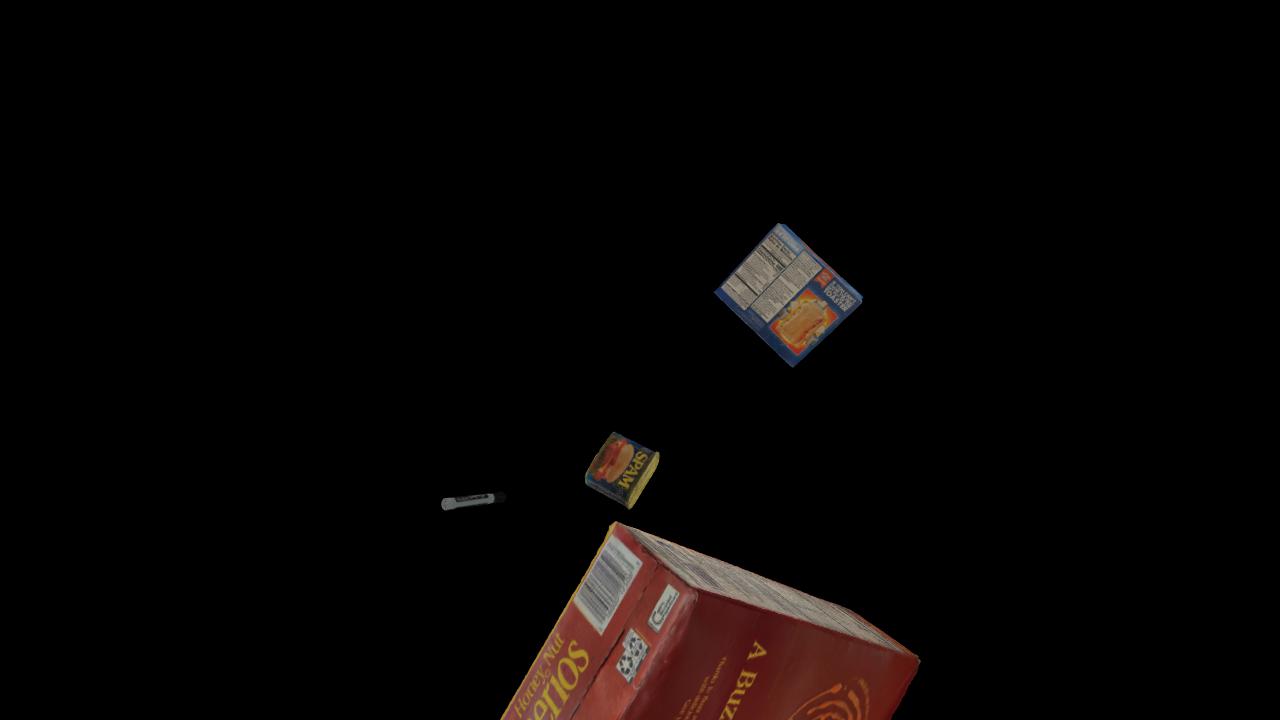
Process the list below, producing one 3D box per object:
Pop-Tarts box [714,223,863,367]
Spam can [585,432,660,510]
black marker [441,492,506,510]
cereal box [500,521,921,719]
[{"bbox_3d":[0.225,-0.099,0.935,0.141,0.167,0.083,-48,-5,22],"label":"Pop-Tarts box"},{"bbox_3d":[-0.029,0.178,1.002,0.085,0.101,0.058,25,-33,18],"label":"Spam can"},{"bbox_3d":[-0.266,0.228,0.997,0.020,0.020,0.121,0,-5,36],"label":"black marker"},{"bbox_3d":[0.052,0.244,0.396,0.306,0.203,0.081,33,-4,-40],"label":"cereal box"}]
